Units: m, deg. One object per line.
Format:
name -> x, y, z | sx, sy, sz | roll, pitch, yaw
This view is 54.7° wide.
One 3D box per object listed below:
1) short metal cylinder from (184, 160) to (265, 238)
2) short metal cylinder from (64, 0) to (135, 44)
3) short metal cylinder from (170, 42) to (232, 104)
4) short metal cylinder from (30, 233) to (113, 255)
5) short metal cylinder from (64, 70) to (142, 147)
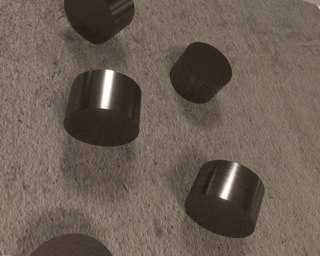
short metal cylinder -> 0.075, 0.083, 0.360 | 0.080, 0.080, 0.050 | 36, 51, -5
short metal cylinder -> -0.083, -0.164, 0.425 | 0.080, 0.080, 0.050 | 39, 51, -2
short metal cylinder -> 0.062, -0.084, 0.475 | 0.081, 0.050, 0.080 | 14, 56, -21
short metal cylinder -> -0.080, 0.136, 0.262 | 0.081, 0.050, 0.080 | 14, 56, -21
short metal cylinder -> -0.062, -0.020, 0.348 | 0.081, 0.080, 0.050 | 15, 56, -21
